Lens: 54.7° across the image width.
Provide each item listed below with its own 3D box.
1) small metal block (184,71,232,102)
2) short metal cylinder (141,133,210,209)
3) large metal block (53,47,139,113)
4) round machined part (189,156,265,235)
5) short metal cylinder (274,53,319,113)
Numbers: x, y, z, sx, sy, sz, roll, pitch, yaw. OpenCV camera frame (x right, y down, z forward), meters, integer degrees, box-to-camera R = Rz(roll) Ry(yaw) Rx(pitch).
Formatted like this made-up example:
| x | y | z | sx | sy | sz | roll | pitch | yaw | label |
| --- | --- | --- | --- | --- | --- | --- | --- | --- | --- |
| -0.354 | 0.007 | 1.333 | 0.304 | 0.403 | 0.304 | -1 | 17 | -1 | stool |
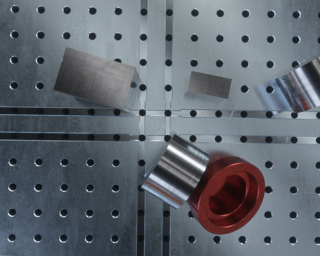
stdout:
| x | y | z | sx | sy | sz | roll | pitch | yaw | label |
| --- | --- | --- | --- | --- | --- | --- | --- | --- | --- |
| 0.060 | -0.053 | 0.402 | 0.050 | 0.050 | 0.025 | 11 | 90 | -1 | small metal block |
| 0.018 | 0.053 | 0.386 | 0.050 | 0.080 | 0.080 | 32 | 90 | 0 | short metal cylinder |
| -0.073 | -0.055 | 0.385 | 0.080 | 0.080 | 0.050 | 16 | 90 | -1 | large metal block |
| 0.080 | 0.081 | 0.392 | 0.099 | 0.042 | 0.097 | -8 | 111 | -22 | round machined part |
| 0.194 | -0.060 | 0.388 | 0.080 | 0.080 | 0.050 | -30 | 90 | 0 | short metal cylinder |
